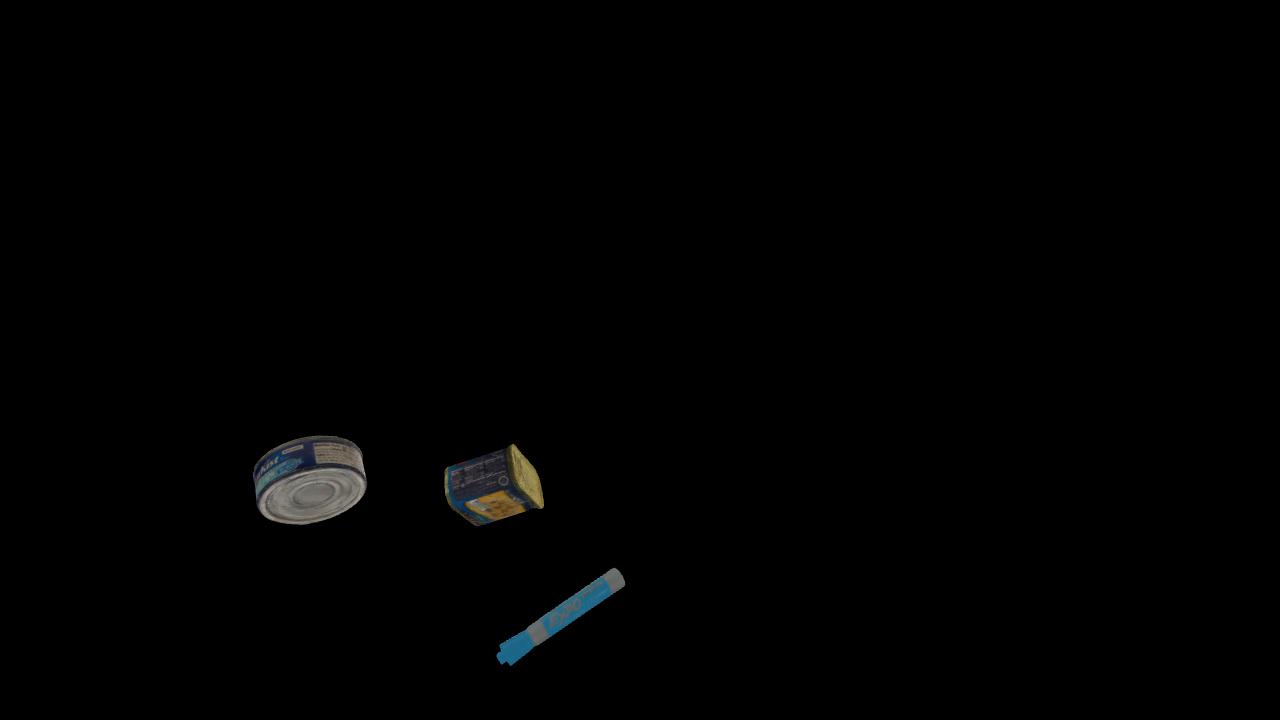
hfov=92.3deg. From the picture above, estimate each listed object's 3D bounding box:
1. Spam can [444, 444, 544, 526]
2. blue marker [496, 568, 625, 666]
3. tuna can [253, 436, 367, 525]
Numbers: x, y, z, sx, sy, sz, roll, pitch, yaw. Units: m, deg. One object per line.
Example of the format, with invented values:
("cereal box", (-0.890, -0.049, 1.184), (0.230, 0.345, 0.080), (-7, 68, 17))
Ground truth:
("Spam can", (-0.173, 0.153, 0.734), (0.085, 0.058, 0.101), (-19, -35, 1))
("blue marker", (-0.066, 0.218, 0.523), (0.121, 0.020, 0.020), (-26, 13, -29))
("tuna can", (-0.279, 0.104, 0.523), (0.084, 0.034, 0.084), (-20, -36, -15))
